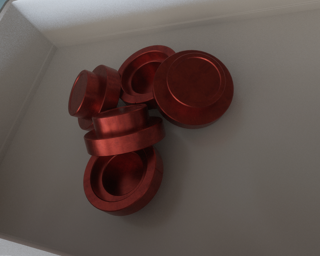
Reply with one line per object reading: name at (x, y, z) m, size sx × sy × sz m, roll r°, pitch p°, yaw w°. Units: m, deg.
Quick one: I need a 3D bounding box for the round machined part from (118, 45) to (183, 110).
round machined part at (-0.011, -0.066, 0.438) m, size 0.098 × 0.042 × 0.098 m, roll -13°, pitch 56°, yaw 21°

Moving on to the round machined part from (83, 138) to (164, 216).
round machined part at (-0.040, 0.059, 0.377) m, size 0.098 × 0.042 × 0.098 m, roll -13°, pitch 56°, yaw 21°

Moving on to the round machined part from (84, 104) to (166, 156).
round machined part at (-0.045, -0.002, 0.381) m, size 0.098 × 0.098 × 0.042 m, roll -6°, pitch 103°, yaw 25°

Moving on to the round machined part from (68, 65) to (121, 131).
round machined part at (-0.099, -0.045, 0.444) m, size 0.098 × 0.042 × 0.098 m, roll -29°, pitch 53°, yaw 48°

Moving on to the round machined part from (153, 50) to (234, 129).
round machined part at (0.041, -0.051, 0.374) m, size 0.099 × 0.042 × 0.098 m, roll 1°, pitch 76°, yaw -3°
